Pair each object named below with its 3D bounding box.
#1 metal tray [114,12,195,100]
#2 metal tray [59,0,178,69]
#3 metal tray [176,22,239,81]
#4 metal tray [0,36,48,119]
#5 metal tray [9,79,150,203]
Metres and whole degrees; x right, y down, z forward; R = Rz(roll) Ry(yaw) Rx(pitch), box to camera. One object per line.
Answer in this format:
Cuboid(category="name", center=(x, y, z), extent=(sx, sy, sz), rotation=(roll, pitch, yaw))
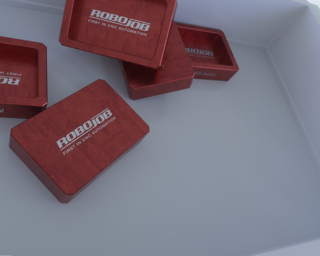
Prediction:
Cuboid(category="metal tray", center=(-0.014, -0.110, 0.440), extent=(0.091, 0.030, 0.130), rotation=(-14, 68, -10))
Cuboid(category="metal tray", center=(-0.052, -0.133, 0.389), extent=(0.131, 0.089, 0.030), rotation=(15, 10, 2))
Cuboid(category="metal tray", center=(0.059, -0.126, 0.510), extent=(0.131, 0.030, 0.090), rotation=(-1, 62, -29))
Cuboid(category="metal tray", center=(-0.193, -0.059, 0.334), extent=(0.131, 0.030, 0.090), rotation=(3, 60, -27))
Cuboid(category="metal tray", center=(-0.085, 0.009, 0.351), extent=(0.090, 0.030, 0.131), rotation=(46, 51, 4))
